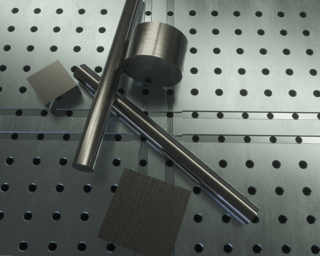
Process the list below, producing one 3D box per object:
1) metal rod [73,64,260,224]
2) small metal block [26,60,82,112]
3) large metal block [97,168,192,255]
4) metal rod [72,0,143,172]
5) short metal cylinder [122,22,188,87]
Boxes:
[{"bbox_3d":[-0.001,0.013,0.406,0.300,0.025,0.025,40,75,13],"label":"metal rod"},{"bbox_3d":[-0.147,-0.059,0.432,0.050,0.025,0.050,-35,74,-12],"label":"small metal block"},{"bbox_3d":[-0.016,0.102,0.361,0.080,0.050,0.080,19,71,6],"label":"large metal block"},{"bbox_3d":[-0.062,-0.084,0.419,0.025,0.025,0.300,9,62,3],"label":"metal rod"},{"bbox_3d":[-0.006,-0.097,0.418,0.080,0.080,0.050,10,71,3],"label":"short metal cylinder"}]
